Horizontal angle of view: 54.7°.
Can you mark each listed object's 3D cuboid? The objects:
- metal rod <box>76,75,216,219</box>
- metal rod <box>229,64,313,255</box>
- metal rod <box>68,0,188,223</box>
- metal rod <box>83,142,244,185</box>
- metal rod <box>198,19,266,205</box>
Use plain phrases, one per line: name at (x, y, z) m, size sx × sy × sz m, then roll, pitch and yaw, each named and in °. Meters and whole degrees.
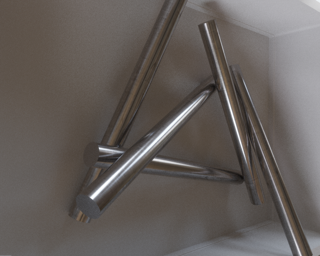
metal rod at (0.013, -0.003, 0.366) m, size 0.302 × 0.025 × 0.025 m, roll -44°, pitch 118°, yaw -50°
metal rod at (0.158, 0.039, 0.467) m, size 0.025 × 0.025 × 0.299 m, roll -1°, pitch 67°, yaw -40°
metal rod at (-0.030, -0.038, 0.357) m, size 0.025 × 0.025 × 0.299 m, roll 29°, pitch 79°, yaw -37°
metal rod at (0.032, 0.054, 0.410) m, size 0.302 × 0.025 × 0.025 m, roll 16°, pitch 80°, yaw -47°
metal rod at (0.113, -0.011, 0.467) m, size 0.025 × 0.025 × 0.298 m, roll -35°, pitch 113°, yaw -35°
